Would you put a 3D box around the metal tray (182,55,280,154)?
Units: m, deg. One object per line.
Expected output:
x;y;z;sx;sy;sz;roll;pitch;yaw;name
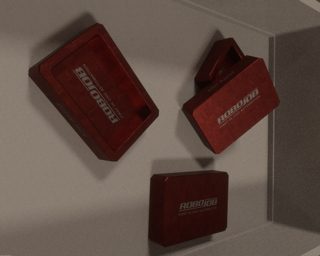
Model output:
0.108;-0.034;0.459;0.130;0.030;0.090;-38;121;-6;metal tray

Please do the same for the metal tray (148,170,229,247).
0.045;0.109;0.444;0.131;0.030;0.089;3;88;-40;metal tray

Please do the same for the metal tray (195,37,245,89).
0.120;-0.069;0.506;0.130;0.030;0.090;45;63;-31;metal tray

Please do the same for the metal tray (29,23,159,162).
-0.067;-0.037;0.348;0.090;0.030;0.130;-49;119;-29;metal tray
